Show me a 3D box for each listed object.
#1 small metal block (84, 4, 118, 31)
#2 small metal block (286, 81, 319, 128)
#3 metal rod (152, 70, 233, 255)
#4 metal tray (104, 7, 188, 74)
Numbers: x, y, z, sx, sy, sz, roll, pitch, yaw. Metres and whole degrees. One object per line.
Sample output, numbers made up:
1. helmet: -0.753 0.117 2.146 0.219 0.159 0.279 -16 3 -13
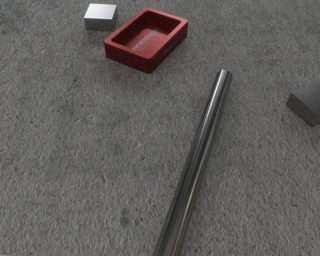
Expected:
1. small metal block: -0.108 -0.205 0.574 0.050 0.025 0.050 4 50 3
2. small metal block: 0.217 -0.034 0.434 0.050 0.025 0.050 -22 54 -18
3. metal rod: 0.049 0.030 0.378 0.025 0.025 0.301 15 51 12
4. metal tray: -0.021 -0.153 0.528 0.090 0.030 0.130 25 54 19
